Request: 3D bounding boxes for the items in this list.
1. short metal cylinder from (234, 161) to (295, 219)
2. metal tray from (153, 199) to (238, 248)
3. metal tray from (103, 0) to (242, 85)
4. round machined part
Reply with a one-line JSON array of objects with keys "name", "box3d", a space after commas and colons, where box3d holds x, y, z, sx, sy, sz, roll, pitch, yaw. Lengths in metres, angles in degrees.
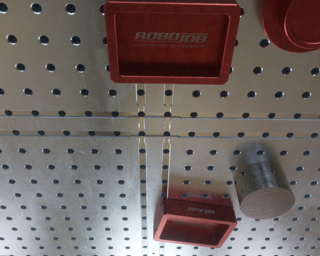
[{"name": "short metal cylinder", "box3d": [0.160, 0.098, 0.481, 0.081, 0.050, 0.079, -1, 130, 0]}, {"name": "metal tray", "box3d": [0.060, 0.174, 0.557, 0.131, 0.030, 0.089, 10, 130, -9]}, {"name": "metal tray", "box3d": [0.011, -0.092, 0.329, 0.131, 0.030, 0.089, 1, 130, -1]}, {"name": "round machined part", "box3d": [0.150, -0.117, 0.303, 0.099, 0.042, 0.097, -1, 130, 0]}]
